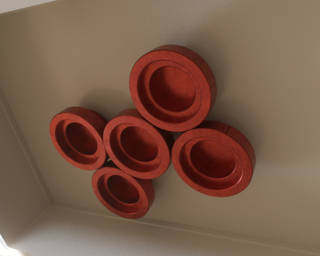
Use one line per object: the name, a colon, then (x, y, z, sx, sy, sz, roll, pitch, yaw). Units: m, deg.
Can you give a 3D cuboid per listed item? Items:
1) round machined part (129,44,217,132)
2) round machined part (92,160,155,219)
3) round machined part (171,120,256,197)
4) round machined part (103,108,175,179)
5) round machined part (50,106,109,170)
round machined part: (0.018, -0.048, 0.356, 0.098, 0.042, 0.097, 13, 124, 21)
round machined part: (-0.052, 0.088, 0.476, 0.098, 0.042, 0.097, 13, 124, 21)
round machined part: (0.067, 0.033, 0.379, 0.098, 0.042, 0.097, 13, 124, 21)
round machined part: (-0.023, 0.017, 0.416, 0.098, 0.042, 0.097, 13, 124, 21)
round machined part: (-0.111, 0.011, 0.460, 0.098, 0.042, 0.097, 13, 124, 21)
